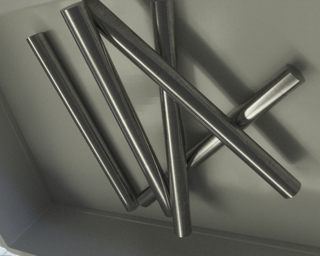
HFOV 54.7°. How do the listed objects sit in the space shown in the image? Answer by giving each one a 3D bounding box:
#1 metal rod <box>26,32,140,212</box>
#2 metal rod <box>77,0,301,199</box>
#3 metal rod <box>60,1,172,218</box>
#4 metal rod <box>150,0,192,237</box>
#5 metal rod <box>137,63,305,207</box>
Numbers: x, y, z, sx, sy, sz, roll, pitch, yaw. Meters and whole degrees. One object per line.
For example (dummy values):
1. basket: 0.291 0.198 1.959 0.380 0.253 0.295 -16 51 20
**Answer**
1. metal rod: -0.107 0.002 0.466 0.025 0.025 0.299 -14 112 34
2. metal rod: 0.036 -0.029 0.332 0.300 0.025 0.025 41 129 -6
3. metal rod: -0.033 0.002 0.369 0.025 0.025 0.299 -3 127 29
4. metal rod: 0.017 0.005 0.379 0.025 0.025 0.298 4 113 26
5. metal rod: 0.054 0.030 0.398 0.025 0.025 0.298 42 129 -1
